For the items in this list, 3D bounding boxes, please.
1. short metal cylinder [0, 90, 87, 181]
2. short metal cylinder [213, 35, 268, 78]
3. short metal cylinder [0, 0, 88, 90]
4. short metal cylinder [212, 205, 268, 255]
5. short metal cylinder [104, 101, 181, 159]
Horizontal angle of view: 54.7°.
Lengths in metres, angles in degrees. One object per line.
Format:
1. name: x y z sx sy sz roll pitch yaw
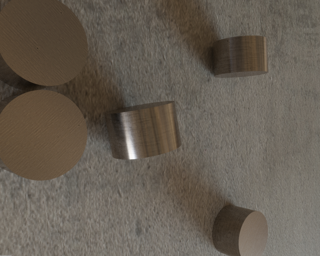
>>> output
1. short metal cylinder: -0.117 0.006 0.291 0.081 0.050 0.079 0 90 -40
2. short metal cylinder: 0.122 -0.107 0.474 0.081 0.080 0.050 -6 94 -40
3. short metal cylinder: -0.117 -0.077 0.292 0.081 0.050 0.079 0 90 -40
4. short metal cylinder: 0.131 0.170 0.501 0.081 0.050 0.079 0 90 -40
5. short metal cylinder: -0.019 0.000 0.355 0.081 0.080 0.050 -16 101 -39
